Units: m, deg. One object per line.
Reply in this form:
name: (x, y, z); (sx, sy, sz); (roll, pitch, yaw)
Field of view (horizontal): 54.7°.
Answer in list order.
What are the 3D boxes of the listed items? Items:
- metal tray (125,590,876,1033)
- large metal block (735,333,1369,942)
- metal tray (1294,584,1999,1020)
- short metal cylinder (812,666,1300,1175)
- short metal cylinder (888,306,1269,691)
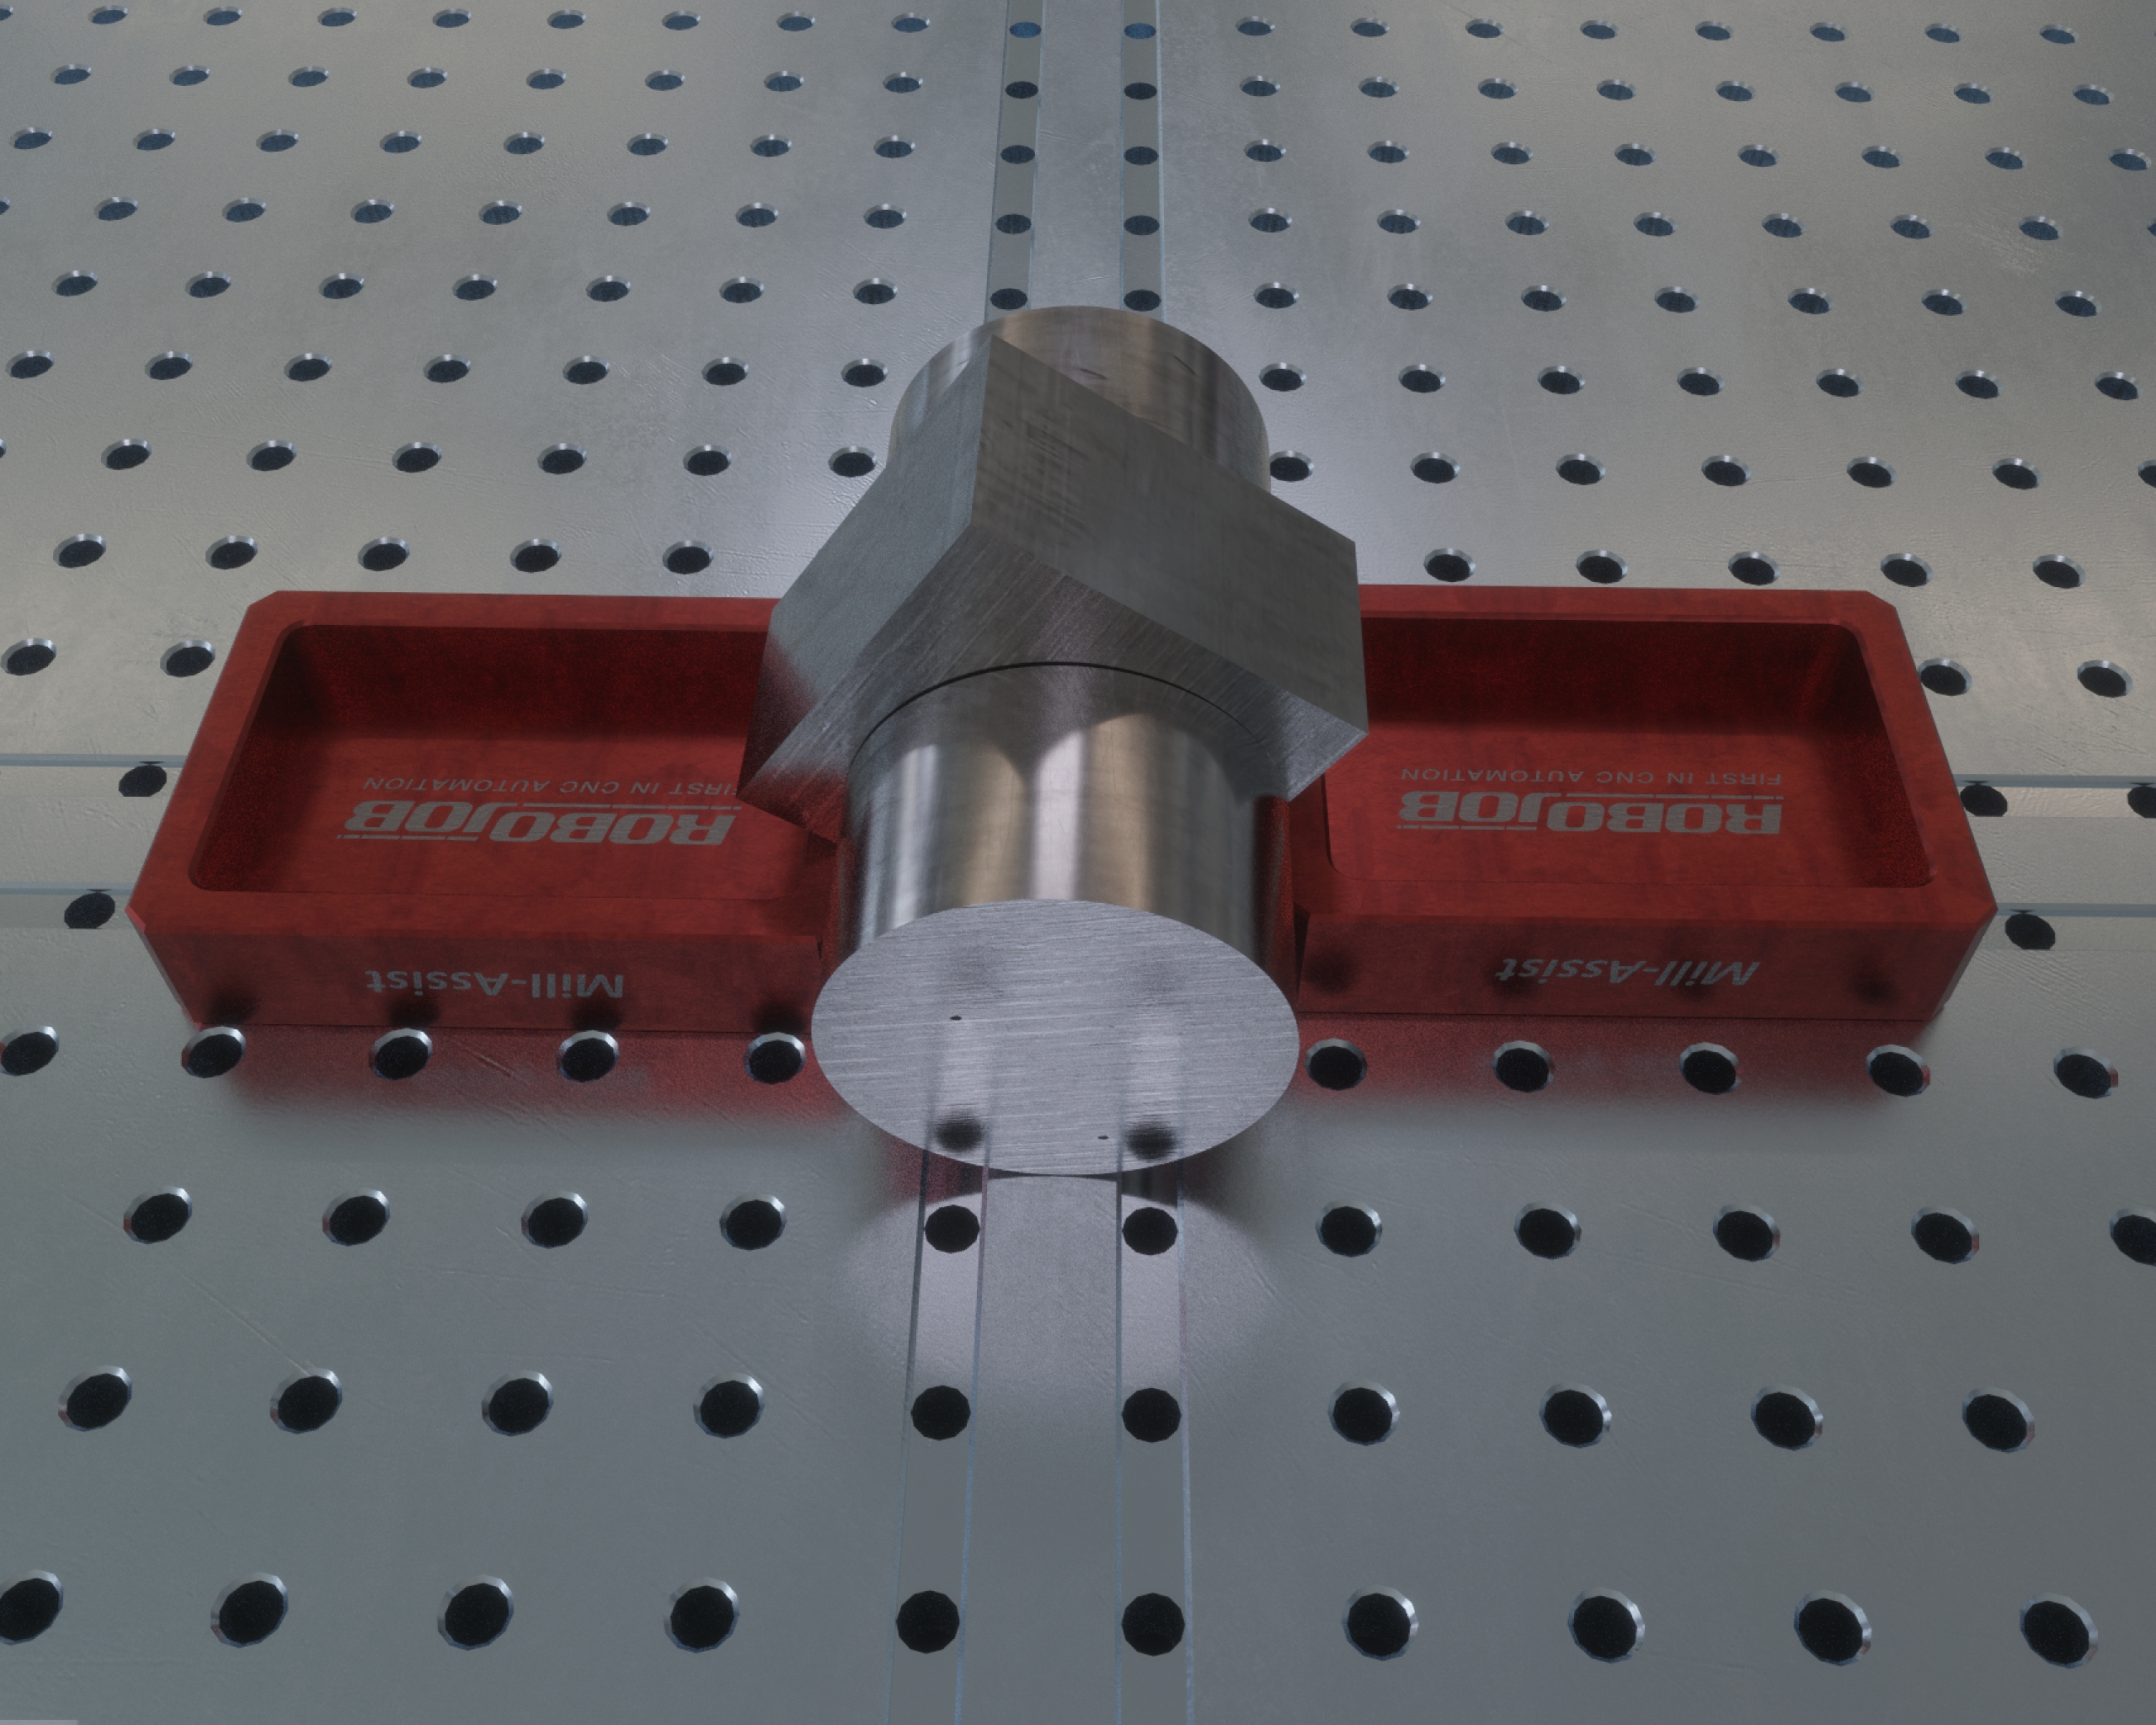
metal tray: (-0.106, -0.012, 0.413); (0.131, 0.030, 0.090); (1, 50, 0)
large metal block: (-0.005, -0.036, 0.383); (0.080, 0.080, 0.050); (25, 45, -24)
metal tray: (0.103, -0.014, 0.416); (0.131, 0.030, 0.090); (1, 50, 0)
short metal cylinder: (-0.003, 0.012, 0.361); (0.080, 0.080, 0.050); (1, 50, 1)
short metal cylinder: (0.000, -0.065, 0.426); (0.080, 0.080, 0.050); (1, 50, 1)
